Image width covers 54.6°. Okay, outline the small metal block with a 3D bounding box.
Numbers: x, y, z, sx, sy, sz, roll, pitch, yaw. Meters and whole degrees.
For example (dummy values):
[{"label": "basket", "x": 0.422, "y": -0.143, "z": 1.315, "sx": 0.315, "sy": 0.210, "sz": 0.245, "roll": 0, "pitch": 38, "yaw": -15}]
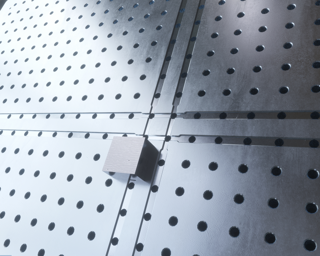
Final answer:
[{"label": "small metal block", "x": -0.041, "y": 0.039, "z": 0.407, "sx": 0.050, "sy": 0.025, "sz": 0.050, "roll": 1, "pitch": 62, "yaw": 29}]
